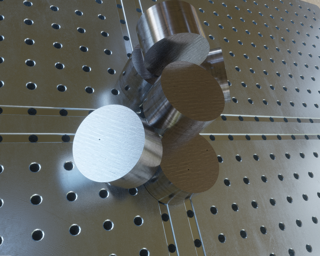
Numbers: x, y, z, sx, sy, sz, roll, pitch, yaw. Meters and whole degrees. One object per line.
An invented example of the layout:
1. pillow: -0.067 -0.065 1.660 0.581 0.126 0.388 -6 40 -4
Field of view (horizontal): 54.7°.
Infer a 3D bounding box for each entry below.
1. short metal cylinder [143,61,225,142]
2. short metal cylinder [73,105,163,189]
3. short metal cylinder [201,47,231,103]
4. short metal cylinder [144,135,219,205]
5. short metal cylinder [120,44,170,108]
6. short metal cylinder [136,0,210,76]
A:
1. short metal cylinder: 0.027 -0.030 0.360 0.081 0.050 0.080 14 56 -21
2. short metal cylinder: -0.044 0.021 0.329 0.050 0.080 0.080 42 29 -63
3. short metal cylinder: 0.069 -0.071 0.444 0.050 0.080 0.080 -11 60 12
4. short metal cylinder: 0.023 0.047 0.375 0.081 0.050 0.080 14 57 -21
5. short metal cylinder: -0.010 -0.073 0.431 0.081 0.050 0.080 13 57 -21
6. short metal cylinder: 0.015 -0.107 0.380 0.081 0.080 0.050 0 62 -28
